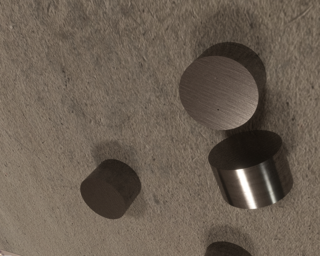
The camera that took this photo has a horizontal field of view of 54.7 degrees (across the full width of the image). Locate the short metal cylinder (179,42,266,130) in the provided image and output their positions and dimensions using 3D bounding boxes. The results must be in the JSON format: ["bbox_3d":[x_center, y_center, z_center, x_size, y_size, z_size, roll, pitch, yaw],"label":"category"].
[{"bbox_3d":[0.067,-0.045,0.327,0.080,0.050,0.079,13,124,20],"label":"short metal cylinder"}]

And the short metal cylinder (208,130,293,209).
[{"bbox_3d":[0.100,0.044,0.345,0.080,0.080,0.050,-10,113,32],"label":"short metal cylinder"}]

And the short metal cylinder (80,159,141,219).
[{"bbox_3d":[-0.077,0.096,0.489,0.080,0.050,0.079,13,124,20],"label":"short metal cylinder"}]

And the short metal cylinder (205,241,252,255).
[{"bbox_3d":[0.102,0.222,0.473,0.080,0.050,0.079,13,124,20],"label":"short metal cylinder"}]
